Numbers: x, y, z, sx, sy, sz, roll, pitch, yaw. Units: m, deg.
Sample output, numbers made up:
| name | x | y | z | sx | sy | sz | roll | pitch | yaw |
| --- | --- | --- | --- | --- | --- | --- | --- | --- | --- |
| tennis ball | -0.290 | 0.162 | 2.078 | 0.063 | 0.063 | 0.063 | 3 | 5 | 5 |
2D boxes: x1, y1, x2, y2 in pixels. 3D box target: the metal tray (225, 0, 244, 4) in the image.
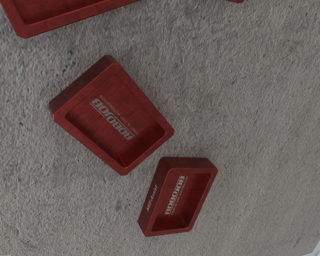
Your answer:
| name | x | y | z | sx | sy | sz | roll | pitch | yaw |
| --- | --- | --- | --- | --- | --- | --- | --- | --- | --- |
| metal tray | 0.091 | -0.212 | 0.321 | 0.090 | 0.030 | 0.130 | 29 | 102 | -38 |

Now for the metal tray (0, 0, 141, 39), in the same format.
| name | x | y | z | sx | sy | sz | roll | pitch | yaw |
| --- | --- | --- | --- | --- | --- | --- | --- | --- | --- |
| metal tray | -0.080 | -0.144 | 0.270 | 0.131 | 0.030 | 0.090 | -24 | 128 | -14 |

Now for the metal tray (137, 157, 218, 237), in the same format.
| name | x | y | z | sx | sy | sz | roll | pitch | yaw |
| --- | --- | --- | --- | --- | --- | --- | --- | --- | --- |
| metal tray | 0.027 | 0.108 | 0.484 | 0.091 | 0.030 | 0.129 | 5 | 116 | -31 |

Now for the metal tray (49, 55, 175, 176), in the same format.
| name | x | y | z | sx | sy | sz | roll | pitch | yaw |
| --- | --- | --- | --- | --- | --- | --- | --- | --- | --- |
| metal tray | -0.052 | -0.009 | 0.369 | 0.090 | 0.030 | 0.130 | -41 | 130 | 0 |
